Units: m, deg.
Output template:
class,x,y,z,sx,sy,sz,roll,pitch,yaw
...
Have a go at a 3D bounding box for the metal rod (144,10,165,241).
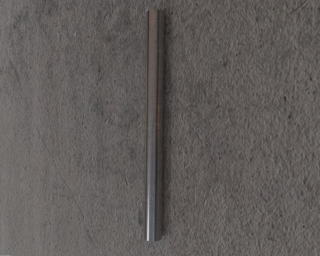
class,x,y,z,sx,sy,sz,roll,pitch,yaw
metal rod,-0.007,-0.003,0.412,0.025,0.025,0.298,1,91,40
